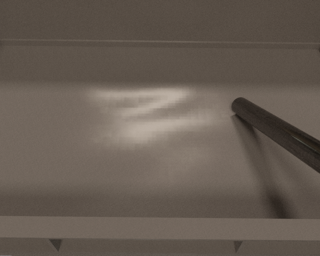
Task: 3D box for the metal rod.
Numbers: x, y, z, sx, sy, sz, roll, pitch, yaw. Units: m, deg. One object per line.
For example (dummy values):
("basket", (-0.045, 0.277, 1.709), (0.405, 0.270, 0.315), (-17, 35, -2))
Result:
("metal rod", (0.141, 0.020, 0.298), (0.025, 0.025, 0.300), (-10, 22, -8))
